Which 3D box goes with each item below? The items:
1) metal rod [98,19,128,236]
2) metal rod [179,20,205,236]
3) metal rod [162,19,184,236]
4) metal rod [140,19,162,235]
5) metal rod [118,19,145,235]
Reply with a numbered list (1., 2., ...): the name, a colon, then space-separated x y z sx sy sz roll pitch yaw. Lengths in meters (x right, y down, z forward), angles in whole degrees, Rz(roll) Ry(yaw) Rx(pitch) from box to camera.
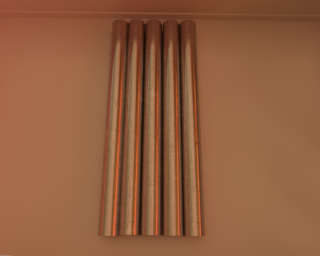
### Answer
1. metal rod: -0.059 -0.014 0.413 0.025 0.025 0.299 0 70 0
2. metal rod: 0.041 -0.014 0.413 0.025 0.025 0.299 0 70 0
3. metal rod: 0.016 -0.014 0.414 0.025 0.025 0.299 0 70 0
4. metal rod: -0.010 -0.015 0.414 0.025 0.025 0.299 0 70 0
5. metal rod: -0.035 -0.015 0.413 0.025 0.025 0.299 0 70 0
